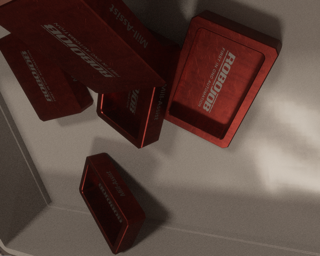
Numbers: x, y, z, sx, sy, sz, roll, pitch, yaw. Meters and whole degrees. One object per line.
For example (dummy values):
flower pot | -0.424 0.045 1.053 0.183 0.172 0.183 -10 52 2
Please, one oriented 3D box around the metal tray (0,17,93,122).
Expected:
metal tray | -0.162 -0.078 0.440 0.090 0.030 0.129 -10 114 32

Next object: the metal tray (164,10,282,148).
metal tray | 0.061 -0.049 0.341 0.090 0.030 0.129 27 128 10

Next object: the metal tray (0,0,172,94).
metal tray | -0.061 -0.077 0.267 0.090 0.030 0.130 -3 155 34

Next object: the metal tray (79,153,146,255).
metal tray | -0.078 0.113 0.475 0.130 0.030 0.089 50 135 31

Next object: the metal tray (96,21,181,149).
metal tray | -0.031 -0.051 0.366 0.090 0.030 0.129 36 130 29
